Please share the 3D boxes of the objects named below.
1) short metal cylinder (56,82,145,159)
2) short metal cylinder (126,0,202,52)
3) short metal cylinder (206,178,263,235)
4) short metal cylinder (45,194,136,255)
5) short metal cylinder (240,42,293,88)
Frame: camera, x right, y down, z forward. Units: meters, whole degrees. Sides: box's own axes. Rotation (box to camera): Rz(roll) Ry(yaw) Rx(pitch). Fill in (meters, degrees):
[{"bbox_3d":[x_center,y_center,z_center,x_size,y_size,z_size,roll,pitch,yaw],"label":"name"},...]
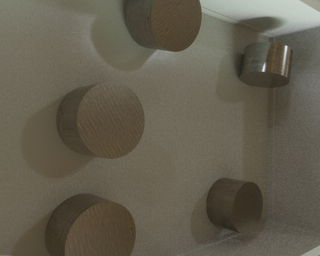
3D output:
[{"bbox_3d":[-0.064,-0.008,0.338,0.081,0.050,0.079,0,90,-40],"label":"short metal cylinder"},{"bbox_3d":[0.005,-0.137,0.384,0.081,0.050,0.079,-16,115,-36],"label":"short metal cylinder"},{"bbox_3d":[0.120,0.123,0.494,0.081,0.050,0.079,0,90,-40],"label":"short metal cylinder"},{"bbox_3d":[-0.073,0.114,0.331,0.081,0.050,0.079,0,90,-40],"label":"short metal cylinder"},{"bbox_3d":[0.179,-0.105,0.524,0.081,0.080,0.050,17,79,-39],"label":"short metal cylinder"}]
